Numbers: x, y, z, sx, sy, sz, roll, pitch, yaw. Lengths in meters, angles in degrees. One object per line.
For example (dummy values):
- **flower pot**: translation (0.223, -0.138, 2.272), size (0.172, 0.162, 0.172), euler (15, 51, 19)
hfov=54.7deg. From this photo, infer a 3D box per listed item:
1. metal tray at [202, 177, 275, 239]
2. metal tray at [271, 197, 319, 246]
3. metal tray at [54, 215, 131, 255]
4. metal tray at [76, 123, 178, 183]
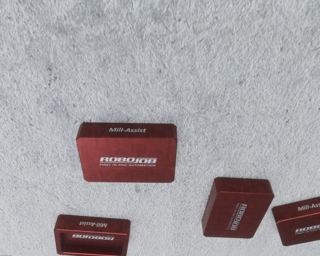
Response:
- **metal tray**: translation (0.127, 0.138, 0.523), size (0.091, 0.030, 0.129), euler (4, 130, -4)
- **metal tray**: translation (0.273, 0.162, 0.544), size (0.130, 0.030, 0.090), euler (-17, 128, 14)
- **metal tray**: translation (-0.124, 0.204, 0.576), size (0.131, 0.030, 0.089), euler (6, 130, -6)
- **metal tray**: translation (-0.044, 0.037, 0.435), size (0.131, 0.030, 0.089), euler (1, 130, -1)
